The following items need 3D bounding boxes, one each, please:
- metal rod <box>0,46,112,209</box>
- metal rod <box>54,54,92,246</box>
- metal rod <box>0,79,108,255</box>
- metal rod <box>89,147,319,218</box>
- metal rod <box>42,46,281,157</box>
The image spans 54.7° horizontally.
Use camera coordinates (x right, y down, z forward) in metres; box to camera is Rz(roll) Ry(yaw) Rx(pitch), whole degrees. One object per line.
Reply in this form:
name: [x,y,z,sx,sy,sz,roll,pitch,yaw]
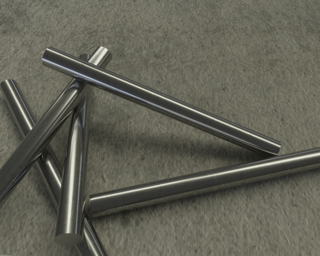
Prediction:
metal rod: [-0.140,0.014,0.354,0.025,0.025,0.300,20,61,16]
metal rod: [-0.100,-0.003,0.385,0.025,0.025,0.300,-5,45,-5]
metal rod: [-0.138,0.036,0.371,0.025,0.025,0.300,-26,55,-21]
metal rod: [0.074,0.057,0.355,0.302,0.025,0.025,-10,51,-9]
metal rod: [0.003,-0.030,0.379,0.301,0.025,0.025,22,52,-2]
